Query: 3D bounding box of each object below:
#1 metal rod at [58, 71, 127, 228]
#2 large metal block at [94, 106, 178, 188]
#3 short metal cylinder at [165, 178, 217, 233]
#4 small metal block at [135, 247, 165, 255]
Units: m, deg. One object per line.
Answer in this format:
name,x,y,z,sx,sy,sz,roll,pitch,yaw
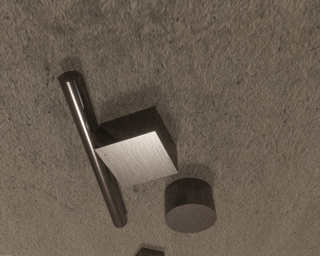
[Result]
metal rod,-0.087,0.053,0.451,0.025,0.025,0.298,-5,130,4
large metal block,-0.028,0.027,0.413,0.080,0.050,0.080,-17,128,13
short metal cylinder,0.048,0.125,0.499,0.081,0.050,0.079,0,130,0
small metal block,-0.023,0.276,0.642,0.050,0.025,0.050,18,128,-16
